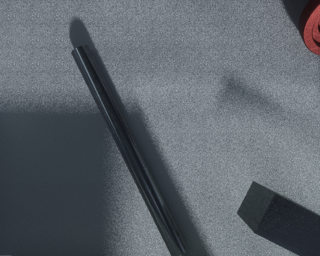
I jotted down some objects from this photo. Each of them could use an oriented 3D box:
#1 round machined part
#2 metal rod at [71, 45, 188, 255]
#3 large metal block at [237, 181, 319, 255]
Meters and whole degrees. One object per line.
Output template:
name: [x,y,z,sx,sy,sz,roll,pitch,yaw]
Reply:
round machined part: [0.225,-0.142,0.388,0.099,0.097,0.042,1,50,-1]
metal rod: [-0.040,0.030,0.410,0.025,0.025,0.299,-26,90,0]
large metal block: [0.153,0.113,0.386,0.080,0.080,0.050,27,90,-1]
